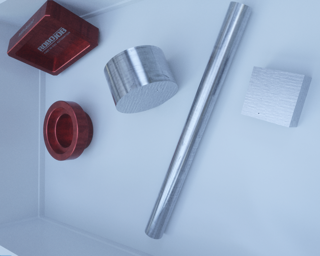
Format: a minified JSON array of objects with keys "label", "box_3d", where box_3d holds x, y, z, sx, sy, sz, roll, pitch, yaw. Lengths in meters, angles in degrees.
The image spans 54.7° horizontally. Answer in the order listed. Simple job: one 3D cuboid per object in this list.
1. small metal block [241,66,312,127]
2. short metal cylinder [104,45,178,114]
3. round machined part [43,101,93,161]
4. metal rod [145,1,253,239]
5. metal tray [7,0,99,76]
[{"label":"small metal block","box_3d":[0.116,-0.031,0.311,0.050,0.025,0.050,21,103,37]},{"label":"short metal cylinder","box_3d":[-0.024,-0.059,0.389,0.080,0.081,0.050,-33,70,35]},{"label":"round machined part","box_3d":[-0.149,0.004,0.516,0.098,0.042,0.097,0,90,39]},{"label":"metal rod","box_3d":[0.040,0.004,0.372,0.025,0.025,0.298,31,109,35]},{"label":"metal tray","box_3d":[-0.173,-0.138,0.500,0.130,0.090,0.030,-22,59,37]}]
